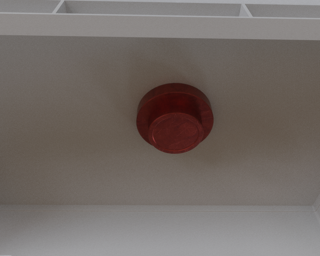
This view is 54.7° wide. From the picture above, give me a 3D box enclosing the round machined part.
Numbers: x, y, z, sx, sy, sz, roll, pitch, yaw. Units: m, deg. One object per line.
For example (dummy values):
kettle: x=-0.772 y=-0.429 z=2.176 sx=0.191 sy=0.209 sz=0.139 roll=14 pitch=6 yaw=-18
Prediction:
round machined part: x=0.019 y=-0.005 z=0.394 sx=0.099 sy=0.042 sz=0.097 roll=-1 pitch=130 yaw=0
